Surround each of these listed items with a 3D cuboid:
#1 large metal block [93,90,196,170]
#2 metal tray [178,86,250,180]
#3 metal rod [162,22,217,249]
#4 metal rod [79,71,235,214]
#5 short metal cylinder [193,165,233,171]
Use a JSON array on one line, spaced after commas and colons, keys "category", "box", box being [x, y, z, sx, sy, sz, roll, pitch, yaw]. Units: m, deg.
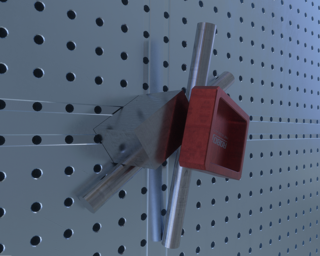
[{"category": "large metal block", "box": [-0.015, 0.000, 0.361, 0.080, 0.080, 0.050, -41, 116, -32]}, {"category": "metal tray", "box": [0.072, 0.012, 0.376, 0.130, 0.030, 0.090, 25, 74, -57]}, {"category": "metal rod", "box": [0.038, 0.013, 0.413, 0.025, 0.025, 0.298, 5, 96, -40]}, {"category": "metal rod", "box": [0.015, 0.002, 0.424, 0.302, 0.025, 0.025, -41, 115, -32]}, {"category": "short metal cylinder", "box": [0.072, 0.026, 0.454, 0.081, 0.050, 0.079, 0, 90, -40]}]
